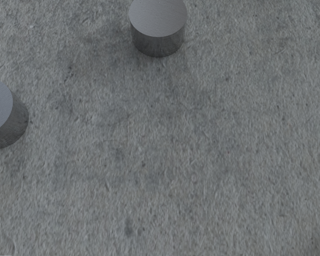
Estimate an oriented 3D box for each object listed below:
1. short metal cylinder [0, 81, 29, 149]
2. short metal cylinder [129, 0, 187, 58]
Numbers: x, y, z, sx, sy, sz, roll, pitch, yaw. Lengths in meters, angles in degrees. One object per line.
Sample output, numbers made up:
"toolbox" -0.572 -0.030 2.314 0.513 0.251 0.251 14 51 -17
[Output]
"short metal cylinder" -0.219 -0.018 0.399 0.081 0.050 0.080 0 70 0
"short metal cylinder" -0.003 -0.150 0.450 0.081 0.050 0.080 0 70 0
